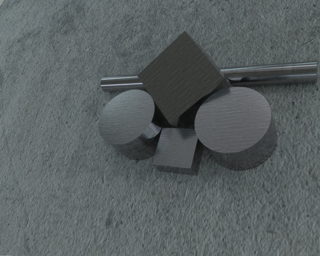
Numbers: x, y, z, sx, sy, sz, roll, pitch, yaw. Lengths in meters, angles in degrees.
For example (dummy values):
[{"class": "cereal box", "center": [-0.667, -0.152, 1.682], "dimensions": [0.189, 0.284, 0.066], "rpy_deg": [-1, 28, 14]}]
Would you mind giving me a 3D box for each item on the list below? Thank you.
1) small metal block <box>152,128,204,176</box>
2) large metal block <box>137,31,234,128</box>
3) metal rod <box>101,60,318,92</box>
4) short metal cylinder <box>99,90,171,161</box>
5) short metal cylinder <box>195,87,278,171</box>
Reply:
[{"class": "small metal block", "center": [0.024, 0.028, 0.376], "dimensions": [0.050, 0.025, 0.050], "rpy_deg": [2, 63, 29]}, {"class": "large metal block", "center": [0.032, -0.057, 0.384], "dimensions": [0.080, 0.050, 0.080], "rpy_deg": [-41, 66, 17]}, {"class": "metal rod", "center": [0.046, -0.067, 0.422], "dimensions": [0.300, 0.025, 0.025], "rpy_deg": [1, 62, 28]}, {"class": "short metal cylinder", "center": [-0.033, -0.004, 0.408], "dimensions": [0.080, 0.050, 0.080], "rpy_deg": [-13, 56, 21]}, {"class": "short metal cylinder", "center": [0.085, 0.001, 0.344], "dimensions": [0.080, 0.050, 0.080], "rpy_deg": [-13, 56, 21]}]
